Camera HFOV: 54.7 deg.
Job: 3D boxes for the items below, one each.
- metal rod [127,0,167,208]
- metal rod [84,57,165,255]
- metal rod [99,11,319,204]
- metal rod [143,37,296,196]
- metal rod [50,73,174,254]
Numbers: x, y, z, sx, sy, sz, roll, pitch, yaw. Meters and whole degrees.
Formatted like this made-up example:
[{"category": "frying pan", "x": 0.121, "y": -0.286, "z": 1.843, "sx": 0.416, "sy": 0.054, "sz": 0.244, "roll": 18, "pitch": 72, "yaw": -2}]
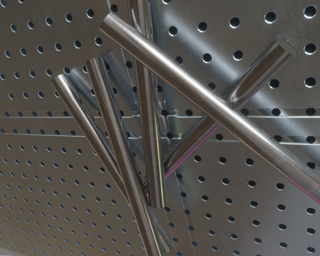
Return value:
[{"category": "metal rod", "x": -0.014, "y": -0.031, "z": 0.379, "sx": 0.025, "sy": 0.025, "sz": 0.298, "roll": 6, "pitch": 116, "yaw": 24}, {"category": "metal rod", "x": -0.044, "y": 0.053, "z": 0.423, "sx": 0.025, "sy": 0.025, "sz": 0.298, "roll": -11, "pitch": 100, "yaw": 32}, {"category": "metal rod", "x": 0.063, "y": -0.019, "z": 0.331, "sx": 0.300, "sy": 0.025, "sz": 0.025, "roll": 38, "pitch": 129, "yaw": -2}, {"category": "metal rod", "x": 0.047, "y": 0.010, "z": 0.391, "sx": 0.025, "sy": 0.025, "sz": 0.298, "roll": 40, "pitch": 129, "yaw": 0}, {"category": "metal rod", "x": -0.067, "y": 0.055, "z": 0.455, "sx": 0.025, "sy": 0.025, "sz": 0.299, "roll": -28, "pitch": 96, "yaw": 37}]
